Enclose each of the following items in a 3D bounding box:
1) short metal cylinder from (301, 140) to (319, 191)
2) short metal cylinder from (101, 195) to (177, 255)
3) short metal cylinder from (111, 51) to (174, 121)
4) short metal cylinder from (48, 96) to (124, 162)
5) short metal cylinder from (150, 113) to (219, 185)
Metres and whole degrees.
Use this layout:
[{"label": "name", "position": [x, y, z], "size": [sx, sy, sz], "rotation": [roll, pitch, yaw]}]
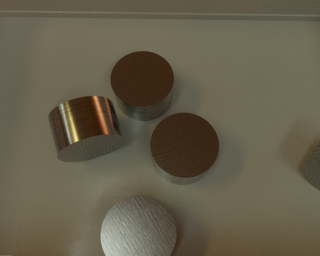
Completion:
[{"label": "short metal cylinder", "position": [0.218, 0.048, 0.364], "size": [0.080, 0.080, 0.050], "rotation": [36, 74, 12]}, {"label": "short metal cylinder", "position": [-0.023, 0.120, 0.352], "size": [0.081, 0.050, 0.080], "rotation": [0, 70, 0]}, {"label": "short metal cylinder", "position": [-0.022, -0.055, 0.416], "size": [0.081, 0.050, 0.080], "rotation": [0, 70, 0]}, {"label": "short metal cylinder", "position": [-0.090, 0.003, 0.379], "size": [0.080, 0.080, 0.050], "rotation": [-18, 71, -6]}, {"label": "short metal cylinder", "position": [0.029, 0.027, 0.386], "size": [0.081, 0.050, 0.080], "rotation": [0, 70, 0]}]
